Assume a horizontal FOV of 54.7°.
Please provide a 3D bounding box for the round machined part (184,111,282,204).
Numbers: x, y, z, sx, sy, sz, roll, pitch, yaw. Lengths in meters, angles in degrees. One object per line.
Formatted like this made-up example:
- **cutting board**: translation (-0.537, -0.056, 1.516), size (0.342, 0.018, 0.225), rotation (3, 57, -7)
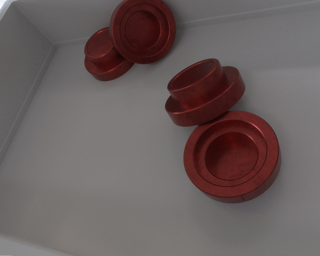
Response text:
- **round machined part**: translation (0.079, 0.033, 0.333), size (0.098, 0.042, 0.098), rotation (-13, 56, 21)

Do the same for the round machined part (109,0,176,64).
- **round machined part**: translation (-0.029, -0.149, 0.470), size (0.098, 0.098, 0.042), rotation (-44, 30, -2)

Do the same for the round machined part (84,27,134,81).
- **round machined part**: translation (-0.087, -0.131, 0.521), size (0.098, 0.042, 0.098), rotation (-13, 56, 21)

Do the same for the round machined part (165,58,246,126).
- **round machined part**: translation (0.048, -0.048, 0.373), size (0.098, 0.042, 0.098), rotation (-27, 24, 13)
